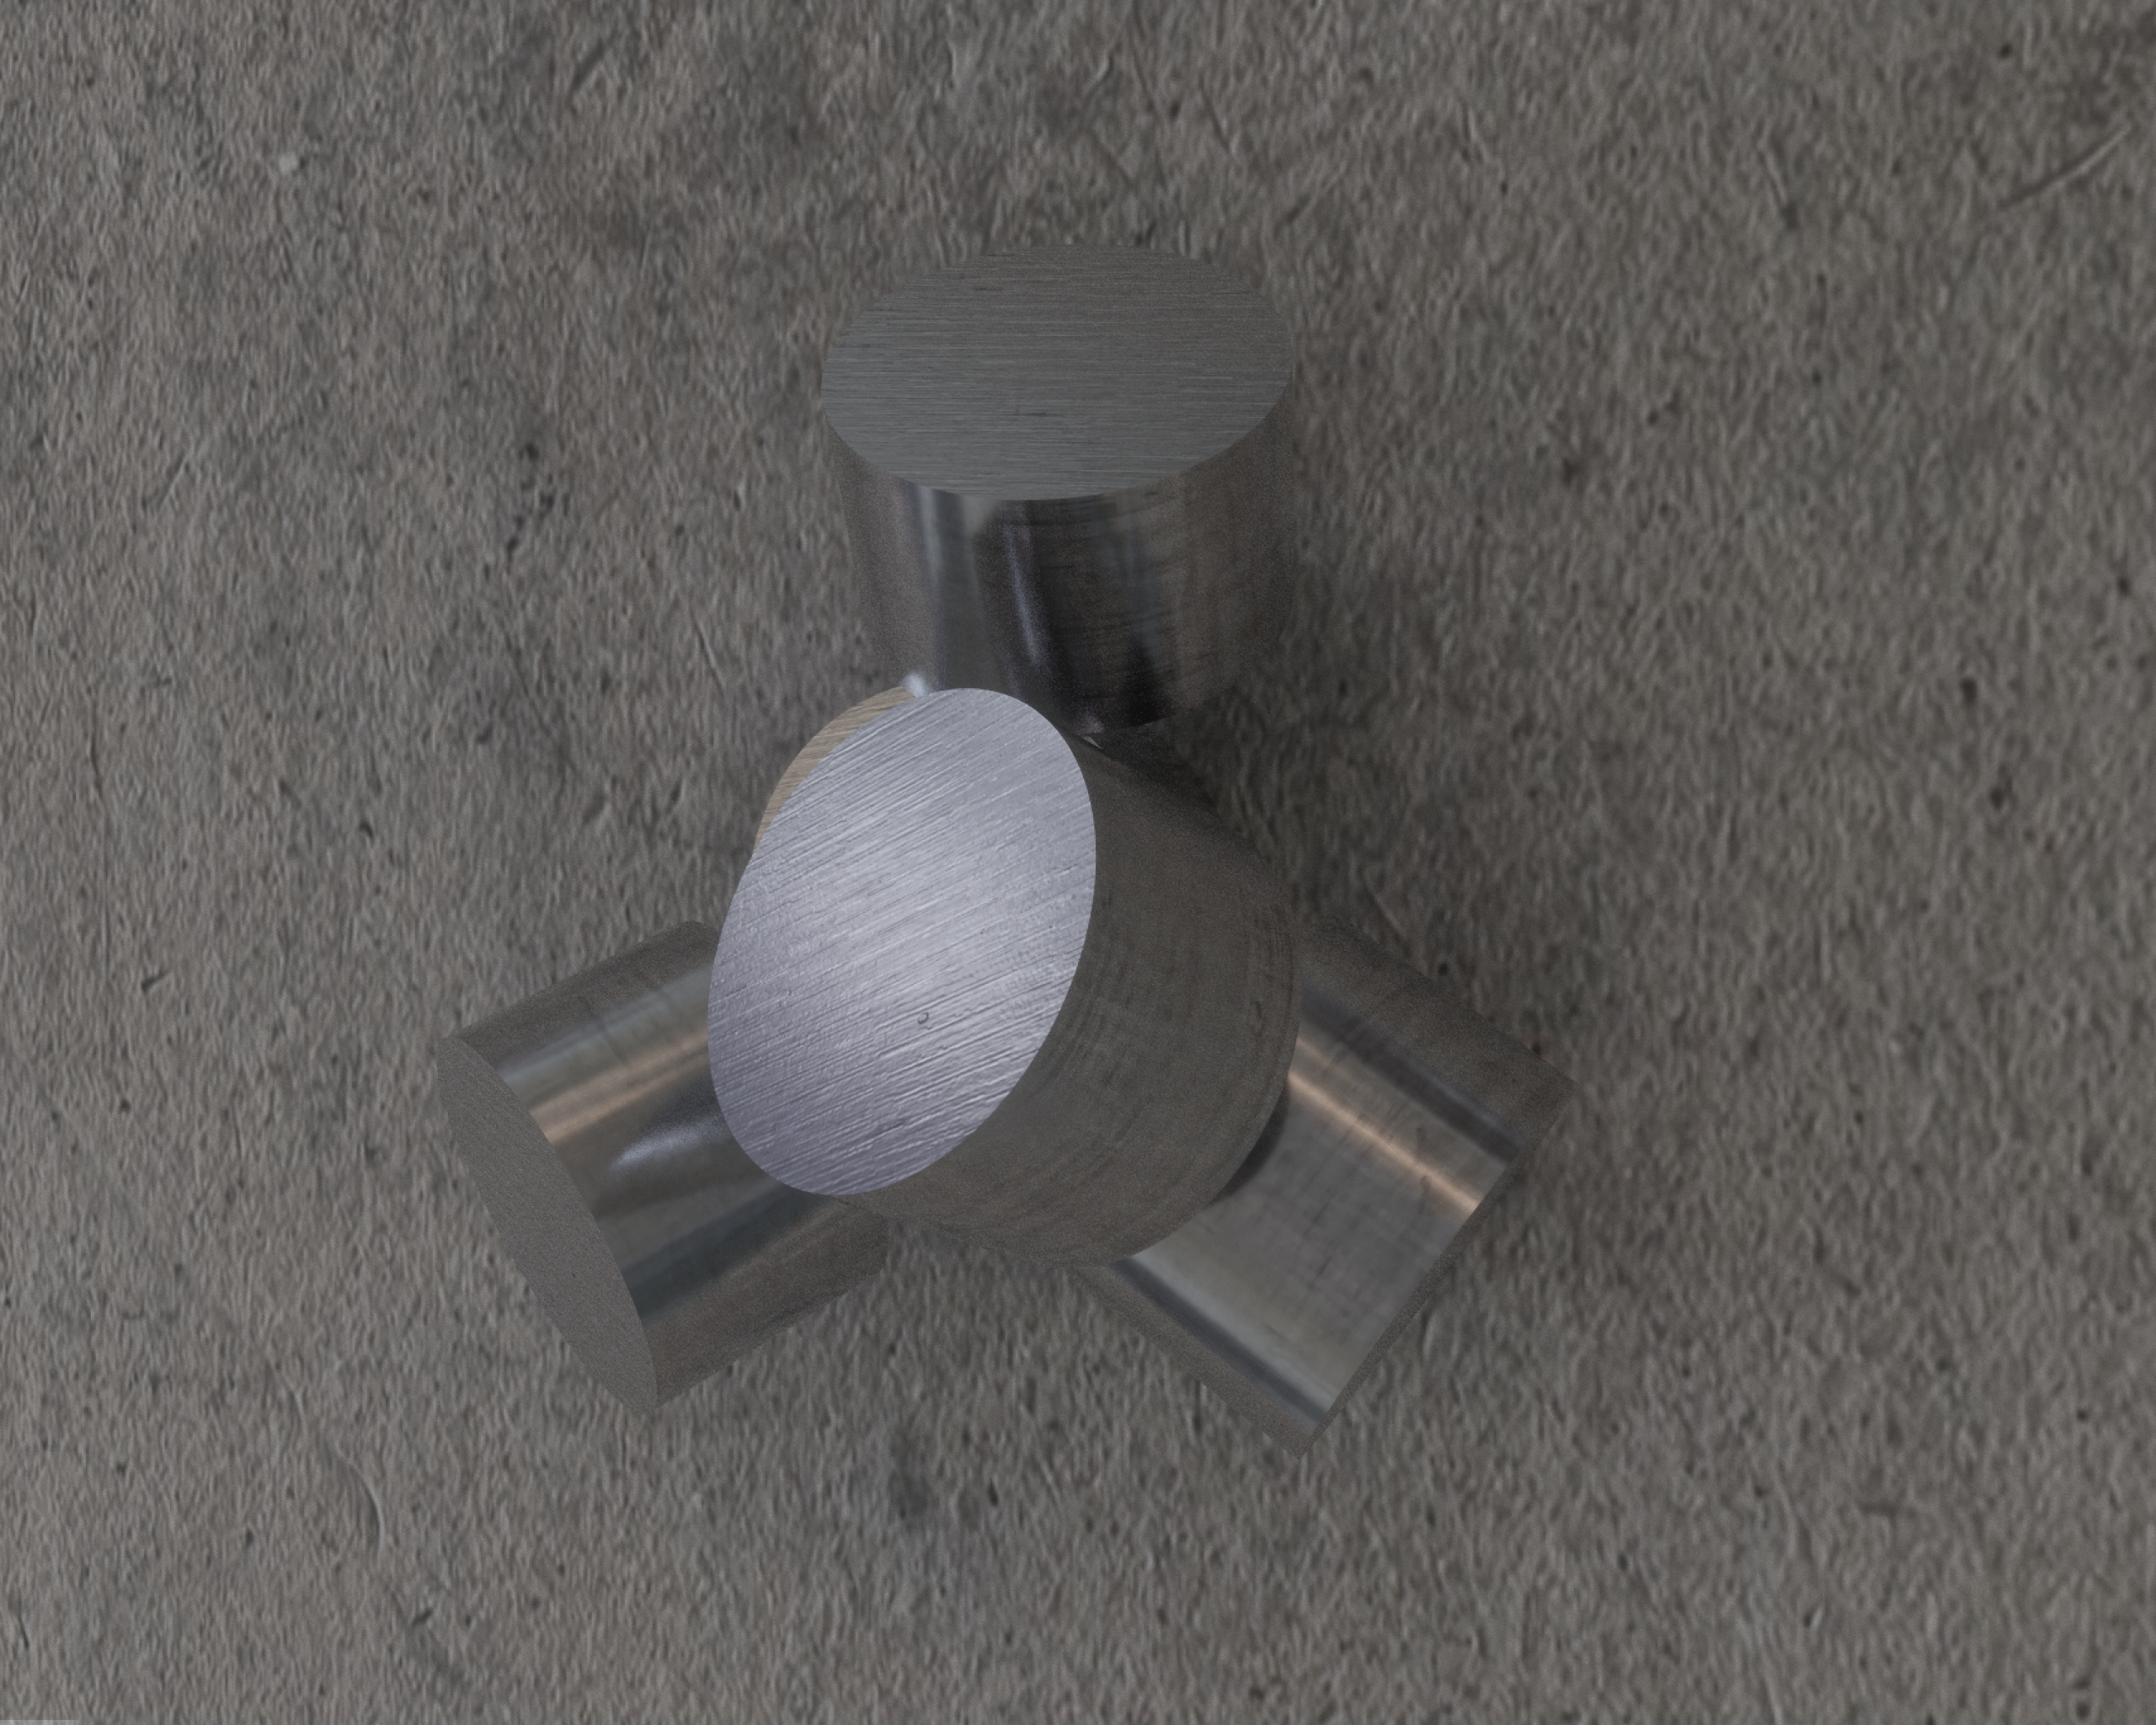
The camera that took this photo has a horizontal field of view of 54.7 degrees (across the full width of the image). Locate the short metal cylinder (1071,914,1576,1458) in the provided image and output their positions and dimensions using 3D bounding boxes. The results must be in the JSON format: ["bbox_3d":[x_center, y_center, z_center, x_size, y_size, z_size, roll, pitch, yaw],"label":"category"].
[{"bbox_3d":[0.043,0.056,0.365,0.050,0.080,0.080,36,102,16],"label":"short metal cylinder"}]

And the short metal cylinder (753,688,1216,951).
[{"bbox_3d":[-0.015,0.006,0.401,0.080,0.050,0.080,0,90,20],"label":"short metal cylinder"}]

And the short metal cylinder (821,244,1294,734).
[{"bbox_3d":[-0.002,-0.068,0.374,0.080,0.080,0.050,14,139,19],"label":"short metal cylinder"}]

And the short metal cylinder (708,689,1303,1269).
[{"bbox_3d":[-0.012,0.019,0.329,0.080,0.050,0.080,-20,56,35],"label":"short metal cylinder"}]

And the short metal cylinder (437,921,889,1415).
[{"bbox_3d":[-0.080,0.058,0.402,0.080,0.050,0.079,38,143,36],"label":"short metal cylinder"}]
